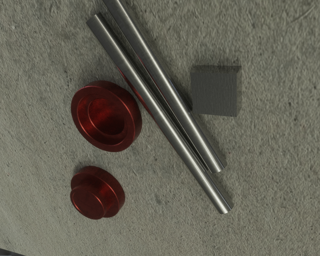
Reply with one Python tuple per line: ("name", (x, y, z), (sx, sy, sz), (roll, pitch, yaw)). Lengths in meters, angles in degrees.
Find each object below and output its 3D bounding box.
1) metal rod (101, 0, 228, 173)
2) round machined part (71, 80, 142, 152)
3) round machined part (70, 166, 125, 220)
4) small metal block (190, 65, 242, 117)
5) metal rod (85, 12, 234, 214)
("metal rod", (-0.005, -0.072, 0.364), (0.025, 0.025, 0.299), (-24, 106, 36))
("round machined part", (-0.067, -0.019, 0.419), (0.098, 0.042, 0.097), (13, 124, 21))
("round machined part", (-0.113, 0.116, 0.527), (0.098, 0.042, 0.097), (13, 124, 21))
("small metal block", (0.064, -0.042, 0.347), (0.050, 0.025, 0.050), (7, 122, 24))
("metal rod", (0.007, -0.010, 0.396), (0.025, 0.025, 0.299), (-26, 104, 37))
